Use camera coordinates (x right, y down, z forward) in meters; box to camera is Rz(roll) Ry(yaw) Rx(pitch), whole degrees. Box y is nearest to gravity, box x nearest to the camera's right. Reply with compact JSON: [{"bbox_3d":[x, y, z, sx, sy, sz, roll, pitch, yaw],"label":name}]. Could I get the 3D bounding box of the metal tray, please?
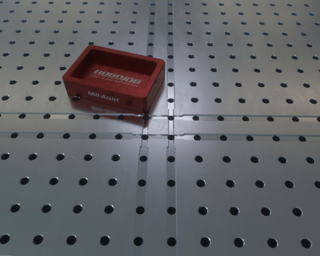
[{"bbox_3d":[-0.067,-0.078,0.469,0.130,0.030,0.090,14,51,12],"label":"metal tray"}]
